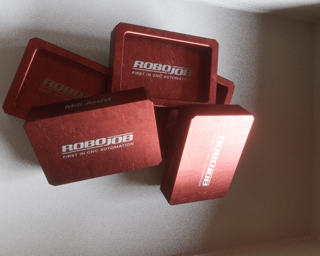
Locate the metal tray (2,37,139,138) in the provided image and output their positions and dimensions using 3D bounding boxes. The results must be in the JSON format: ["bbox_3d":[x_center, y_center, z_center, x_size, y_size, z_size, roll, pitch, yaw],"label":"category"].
[{"bbox_3d":[-0.102,-0.038,0.367,0.131,0.030,0.090,21,83,-19],"label":"metal tray"}]

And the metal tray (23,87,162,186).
[{"bbox_3d":[-0.069,0.011,0.345,0.131,0.030,0.089,-11,124,-5],"label":"metal tray"}]

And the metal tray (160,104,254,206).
[{"bbox_3d":[0.057,0.034,0.394,0.091,0.030,0.129,-2,119,-26],"label":"metal tray"}]

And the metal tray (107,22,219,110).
[{"bbox_3d":[0.005,-0.069,0.377,0.131,0.030,0.089,4,89,-20],"label":"metal tray"}]

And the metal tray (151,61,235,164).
[{"bbox_3d":[0.041,-0.016,0.422,0.091,0.030,0.129,21,83,-19],"label":"metal tray"}]
